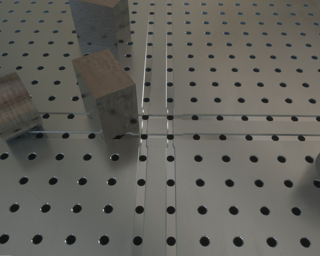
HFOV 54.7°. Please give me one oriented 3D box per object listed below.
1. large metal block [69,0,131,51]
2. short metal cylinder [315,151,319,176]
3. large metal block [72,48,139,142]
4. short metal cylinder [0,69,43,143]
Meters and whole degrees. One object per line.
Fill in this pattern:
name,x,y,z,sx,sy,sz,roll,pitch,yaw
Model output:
large metal block,-0.100,-0.188,0.529,0.080,0.080,0.050,17,52,14
short metal cylinder,0.224,0.035,0.344,0.080,0.080,0.050,31,57,23
large metal block,-0.070,-0.043,0.408,0.050,0.080,0.080,-24,54,-18
short metal cylinder,-0.192,-0.028,0.394,0.050,0.080,0.080,-29,56,-22
